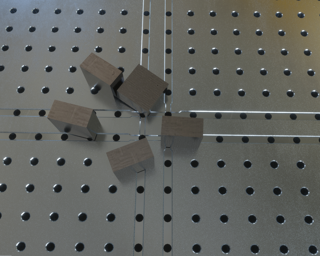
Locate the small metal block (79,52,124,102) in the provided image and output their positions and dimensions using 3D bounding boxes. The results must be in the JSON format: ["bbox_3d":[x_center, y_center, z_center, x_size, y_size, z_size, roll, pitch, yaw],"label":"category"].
[{"bbox_3d":[-0.076,-0.068,0.422,0.050,0.050,0.025,33,74,11],"label":"small metal block"}]

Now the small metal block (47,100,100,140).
[{"bbox_3d":[-0.109,-0.009,0.401,0.050,0.050,0.025,14,71,4],"label":"small metal block"}]

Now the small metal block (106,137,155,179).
[{"bbox_3d":[-0.035,0.039,0.384,0.050,0.050,0.025,-21,72,-8],"label":"small metal block"}]

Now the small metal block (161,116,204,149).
[{"bbox_3d":[0.027,0.007,0.396,0.050,0.050,0.025,4,70,1],"label":"small metal block"}]

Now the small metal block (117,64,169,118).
[{"bbox_3d":[-0.024,-0.051,0.427,0.050,0.025,0.050,35,73,3],"label":"small metal block"}]
